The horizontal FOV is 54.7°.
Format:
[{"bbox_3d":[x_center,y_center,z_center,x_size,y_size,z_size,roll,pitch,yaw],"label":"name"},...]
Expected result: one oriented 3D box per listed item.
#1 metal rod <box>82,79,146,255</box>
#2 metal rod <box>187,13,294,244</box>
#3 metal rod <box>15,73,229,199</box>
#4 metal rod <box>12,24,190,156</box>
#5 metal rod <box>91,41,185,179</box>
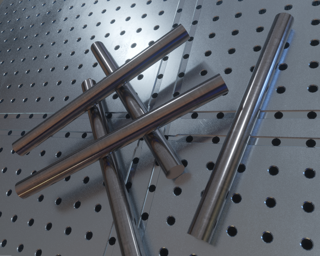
[{"bbox_3d":[-0.071,0.039,0.419,0.025,0.025,0.299,-30,52,9],"label":"metal rod"},{"bbox_3d":[0.102,-0.015,0.363,0.025,0.025,0.300,14,68,33],"label":"metal rod"},{"bbox_3d":[-0.055,0.015,0.392,0.301,0.025,0.025,-28,53,10],"label":"metal rod"},{"bbox_3d":[-0.088,-0.053,0.451,0.300,0.025,0.025,-34,52,5],"label":"metal rod"},{"bbox_3d":[-0.047,-0.046,0.458,0.025,0.025,0.300,-36,51,4],"label":"metal rod"}]
